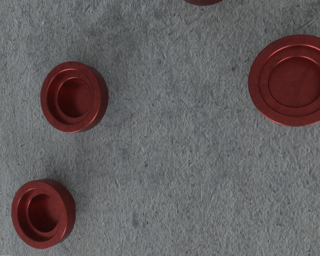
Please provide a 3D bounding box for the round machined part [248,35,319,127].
[{"bbox_3d":[0.151,-0.050,0.346,0.098,0.042,0.097,0,90,20],"label":"round machined part"}]

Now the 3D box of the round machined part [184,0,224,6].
[{"bbox_3d":[0.059,-0.198,0.379,0.098,0.042,0.097,0,90,20],"label":"round machined part"}]

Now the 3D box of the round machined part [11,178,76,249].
[{"bbox_3d":[-0.166,0.123,0.458,0.098,0.042,0.097,0,90,20],"label":"round machined part"}]

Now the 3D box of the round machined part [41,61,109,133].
[{"bbox_3d":[-0.116,-0.043,0.441,0.098,0.042,0.097,0,90,20],"label":"round machined part"}]
